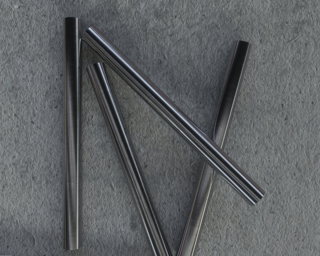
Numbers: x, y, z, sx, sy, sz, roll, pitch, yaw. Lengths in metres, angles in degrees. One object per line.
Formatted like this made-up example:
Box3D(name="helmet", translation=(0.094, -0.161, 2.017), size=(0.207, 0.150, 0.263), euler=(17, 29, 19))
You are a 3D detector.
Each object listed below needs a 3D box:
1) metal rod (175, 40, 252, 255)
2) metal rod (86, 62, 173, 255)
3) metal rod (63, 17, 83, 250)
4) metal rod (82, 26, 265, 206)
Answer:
Box3D(name="metal rod", translation=(0.070, 0.033, 0.410), size=(0.025, 0.025, 0.298), euler=(15, 90, 0))
Box3D(name="metal rod", translation=(-0.036, 0.059, 0.409), size=(0.025, 0.025, 0.299), euler=(-19, 90, 0))
Box3D(name="metal rod", translation=(-0.115, 0.007, 0.408), size=(0.025, 0.025, 0.298), euler=(0, 90, 0))
Box3D(name="metal rod", translation=(0.013, -0.020, 0.392), size=(0.025, 0.025, 0.300), euler=(-45, 84, 0))
